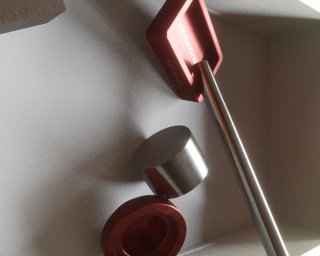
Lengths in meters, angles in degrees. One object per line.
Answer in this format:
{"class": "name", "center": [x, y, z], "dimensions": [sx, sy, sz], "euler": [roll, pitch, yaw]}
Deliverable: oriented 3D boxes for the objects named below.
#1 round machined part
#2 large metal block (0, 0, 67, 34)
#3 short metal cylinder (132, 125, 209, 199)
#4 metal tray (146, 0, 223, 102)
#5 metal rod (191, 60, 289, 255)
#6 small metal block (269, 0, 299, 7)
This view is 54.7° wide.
{"class": "round machined part", "center": [-0.022, 0.122, 0.365], "dimensions": [0.099, 0.042, 0.097], "euler": [-9, 112, -23]}
{"class": "large metal block", "center": [-0.143, -0.129, 0.271], "dimensions": [0.081, 0.050, 0.080], "euler": [-31, 110, -36]}
{"class": "short metal cylinder", "center": [0.013, 0.041, 0.384], "dimensions": [0.080, 0.080, 0.050], "euler": [-46, 118, -30]}
{"class": "metal tray", "center": [0.039, -0.107, 0.412], "dimensions": [0.090, 0.030, 0.130], "euler": [-62, 143, -21]}
{"class": "metal rod", "center": [0.107, 0.050, 0.406], "dimensions": [0.025, 0.025, 0.299], "euler": [-14, 79, -40]}
{"class": "small metal block", "center": [0.236, -0.262, 0.594], "dimensions": [0.050, 0.050, 0.025], "euler": [12, 83, -40]}
